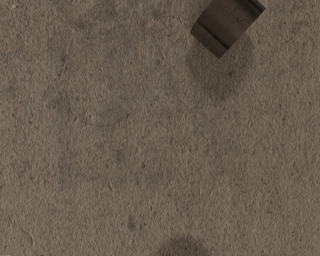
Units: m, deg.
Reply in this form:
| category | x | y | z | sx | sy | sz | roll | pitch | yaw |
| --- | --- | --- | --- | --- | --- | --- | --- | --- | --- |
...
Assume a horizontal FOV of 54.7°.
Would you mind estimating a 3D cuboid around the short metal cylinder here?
| category | x | y | z | sx | sy | sz | roll | pitch | yaw |
| --- | --- | --- | --- | --- | --- | --- | --- | --- | --- |
| short metal cylinder | 0.083 | -0.132 | 0.384 | 0.050 | 0.080 | 0.080 | 42 | 90 | -1 |
